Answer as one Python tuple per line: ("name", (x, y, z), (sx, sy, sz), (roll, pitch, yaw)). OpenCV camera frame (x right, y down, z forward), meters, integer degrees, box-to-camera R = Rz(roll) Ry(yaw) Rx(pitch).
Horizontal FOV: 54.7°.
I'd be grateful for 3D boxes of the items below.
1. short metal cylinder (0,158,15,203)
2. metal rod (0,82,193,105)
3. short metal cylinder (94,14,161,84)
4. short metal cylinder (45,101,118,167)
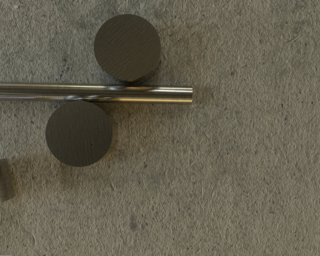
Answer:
("short metal cylinder", (-0.226, 0.071, 0.381), (0.080, 0.080, 0.050), (-13, 90, 0))
("metal rod", (-0.109, -0.046, 0.408), (0.302, 0.025, 0.025), (1, 90, 0))
("short metal cylinder", (-0.039, -0.097, 0.397), (0.081, 0.050, 0.079), (0, 90, 0))
("short metal cylinder", (-0.097, 0.007, 0.397), (0.081, 0.050, 0.079), (0, 90, 0))
